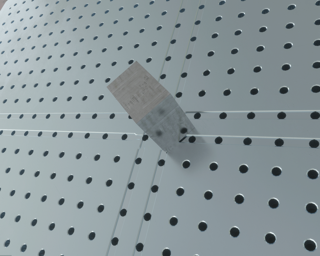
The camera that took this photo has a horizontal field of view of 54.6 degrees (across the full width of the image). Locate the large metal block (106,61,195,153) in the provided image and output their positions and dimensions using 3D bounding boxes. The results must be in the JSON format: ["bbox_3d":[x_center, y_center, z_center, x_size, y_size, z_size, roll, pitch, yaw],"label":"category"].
[{"bbox_3d":[-0.011,-0.026,0.395,0.050,0.080,0.080,-42,51,0],"label":"large metal block"}]
